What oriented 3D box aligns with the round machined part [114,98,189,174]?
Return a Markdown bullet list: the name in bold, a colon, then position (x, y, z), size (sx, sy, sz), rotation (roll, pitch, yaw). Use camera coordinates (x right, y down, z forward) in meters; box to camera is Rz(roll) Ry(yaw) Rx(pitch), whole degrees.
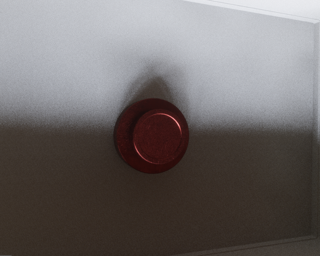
- **round machined part**: position (-0.007, 0.010, 0.396), size (0.099, 0.042, 0.097), rotation (0, 90, -21)
